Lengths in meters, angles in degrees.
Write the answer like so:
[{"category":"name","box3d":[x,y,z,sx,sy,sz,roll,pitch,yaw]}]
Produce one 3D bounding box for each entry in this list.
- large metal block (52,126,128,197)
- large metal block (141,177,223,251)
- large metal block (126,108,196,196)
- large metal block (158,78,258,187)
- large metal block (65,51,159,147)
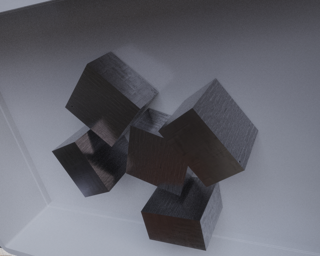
[{"category":"large metal block","box3d":[-0.089,0.038,0.440,0.050,0.080,0.080,-20,108,35]},{"category":"large metal block","box3d":[0.033,0.111,0.422,0.080,0.080,0.050,1,119,27]},{"category":"large metal block","box3d":[0.006,0.031,0.405,0.080,0.050,0.079,20,126,15]},{"category":"large metal block","box3d":[0.057,0.003,0.342,0.080,0.080,0.050,49,128,-7]},{"category":"large metal block","box3d":[-0.063,-0.036,0.399,0.080,0.050,0.080,41,129,0]}]
